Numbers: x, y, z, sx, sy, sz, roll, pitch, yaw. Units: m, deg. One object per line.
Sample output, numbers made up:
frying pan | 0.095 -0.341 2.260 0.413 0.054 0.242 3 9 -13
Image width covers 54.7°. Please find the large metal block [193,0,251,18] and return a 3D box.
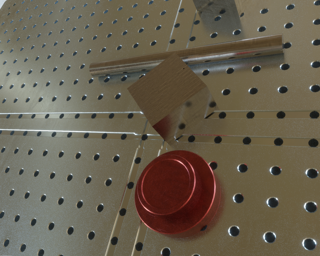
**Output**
large metal block | 0.102 -0.223 0.475 0.080 0.050 0.080 26 76 37

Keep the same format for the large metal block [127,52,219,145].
large metal block | 0.016 -0.040 0.408 0.080 0.050 0.080 -37 51 3

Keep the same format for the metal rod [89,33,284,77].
metal rod | 0.022 -0.103 0.459 0.300 0.025 0.025 -2 61 27

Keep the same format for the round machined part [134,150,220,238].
round machined part | 0.014 0.069 0.348 0.098 0.042 0.098 -13 56 21
